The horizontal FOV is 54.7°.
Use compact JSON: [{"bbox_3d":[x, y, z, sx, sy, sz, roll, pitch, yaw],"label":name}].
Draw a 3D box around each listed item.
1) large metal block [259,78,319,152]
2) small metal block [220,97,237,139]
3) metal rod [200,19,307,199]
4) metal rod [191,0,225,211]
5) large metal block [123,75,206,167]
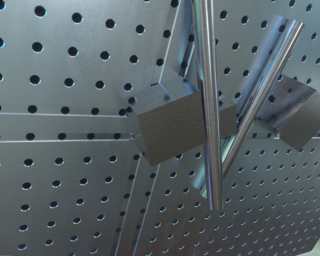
[{"bbox_3d":[0.219,-0.020,0.502,0.080,0.050,0.080,34,99,-39],"label":"large metal block"},{"bbox_3d":[0.083,-0.011,0.450,0.050,0.025,0.050,-22,127,-15],"label":"small metal block"},{"bbox_3d":[0.134,-0.016,0.474,0.025,0.025,0.298,10,114,-33],"label":"metal rod"},{"bbox_3d":[0.065,-0.017,0.405,0.025,0.025,0.298,-17,116,-19],"label":"metal rod"},{"bbox_3d":[0.008,-0.009,0.393,0.081,0.050,0.080,-23,127,-15],"label":"large metal block"}]
